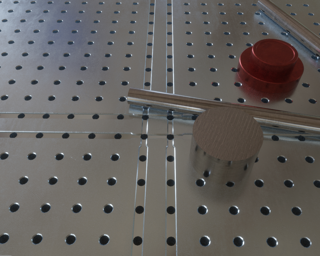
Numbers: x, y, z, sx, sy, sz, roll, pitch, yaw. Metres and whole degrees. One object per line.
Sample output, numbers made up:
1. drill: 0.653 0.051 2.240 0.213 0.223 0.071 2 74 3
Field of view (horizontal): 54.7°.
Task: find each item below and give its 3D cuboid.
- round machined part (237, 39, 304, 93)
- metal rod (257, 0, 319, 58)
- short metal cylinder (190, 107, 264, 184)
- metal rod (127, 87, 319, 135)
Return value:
1. round machined part: 0.175 -0.103 0.484 0.099 0.042 0.098 0 50 0
2. metal rod: 0.265 -0.145 0.531 0.025 0.025 0.300 -19 53 -15
3. short metal cylinder: 0.078 0.020 0.375 0.080 0.050 0.080 0 50 0
4. metal rod: 0.104 -0.021 0.425 0.301 0.025 0.025 10 51 8
